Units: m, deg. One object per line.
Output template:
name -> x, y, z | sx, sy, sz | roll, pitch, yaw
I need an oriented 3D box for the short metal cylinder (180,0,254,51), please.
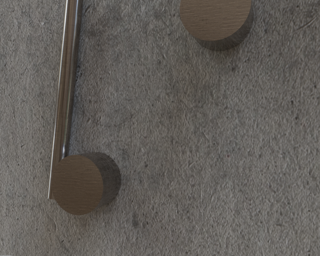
short metal cylinder -> 0.069, -0.138, 0.371 | 0.080, 0.050, 0.079 | 0, 90, 20

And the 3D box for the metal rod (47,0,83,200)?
metal rod -> -0.140, -0.044, 0.458 | 0.025, 0.025, 0.298 | 7, 92, 20

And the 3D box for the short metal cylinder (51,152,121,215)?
short metal cylinder -> -0.102, 0.075, 0.431 | 0.080, 0.050, 0.079 | 0, 90, 20
